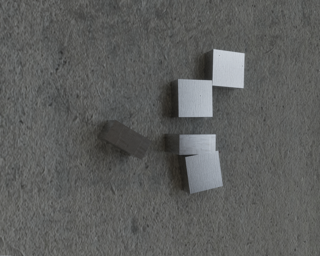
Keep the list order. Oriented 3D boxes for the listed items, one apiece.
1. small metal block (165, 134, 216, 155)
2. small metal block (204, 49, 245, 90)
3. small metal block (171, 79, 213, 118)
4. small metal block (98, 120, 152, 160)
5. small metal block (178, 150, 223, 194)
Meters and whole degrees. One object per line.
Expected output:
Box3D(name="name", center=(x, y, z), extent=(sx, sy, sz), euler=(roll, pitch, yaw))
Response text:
Box3D(name="small metal block", center=(0.039, 0.020, 0.410), extent=(0.050, 0.050, 0.025), euler=(0, 90, -20))
Box3D(name="small metal block", center=(0.092, -0.082, 0.443), extent=(0.050, 0.025, 0.050), euler=(2, 89, -20))
Box3D(name="small metal block", center=(0.043, -0.040, 0.425), extent=(0.050, 0.025, 0.050), euler=(-1, 91, -20))
Box3D(name="small metal block", center=(-0.044, 0.014, 0.379), extent=(0.050, 0.050, 0.025), euler=(32, 80, -18))
Box3D(name="small metal block", center=(0.056, 0.059, 0.430), extent=(0.050, 0.025, 0.050), euler=(-9, 93, -20))
